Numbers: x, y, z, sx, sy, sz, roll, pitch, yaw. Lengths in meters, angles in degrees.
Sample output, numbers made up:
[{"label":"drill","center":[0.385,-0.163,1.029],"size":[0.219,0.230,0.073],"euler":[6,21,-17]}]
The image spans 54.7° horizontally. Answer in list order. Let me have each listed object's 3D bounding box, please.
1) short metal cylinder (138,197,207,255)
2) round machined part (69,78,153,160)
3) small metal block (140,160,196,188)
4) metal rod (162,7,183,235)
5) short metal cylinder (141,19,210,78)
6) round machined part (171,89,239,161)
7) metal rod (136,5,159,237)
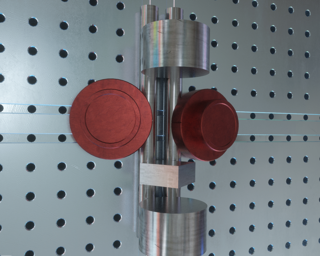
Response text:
[{"label":"short metal cylinder","center":[0.015,0.115,0.366],"size":[0.081,0.080,0.050],"euler":[1,90,-20]},{"label":"round machined part","center":[-0.058,-0.011,0.369],"size":[0.099,0.042,0.097],"euler":[0,90,-6]},{"label":"small metal block","center":[0.010,0.055,0.378],"size":[0.050,0.050,0.025],"euler":[2,89,-62]},{"label":"metal rod","center":[0.017,-0.009,0.418],"size":[0.025,0.025,0.298],"euler":[1,90,-20]},{"label":"short metal cylinder","center":[0.018,-0.090,0.366],"size":[0.081,0.080,0.050],"euler":[1,90,-20]},{"label":"round machined part","center":[0.067,-0.004,0.414],"size":[0.099,0.042,0.097],"euler":[0,91,-35]},{"label":"metal rod","center":[-0.016,-0.008,0.406],"size":[0.025,0.025,0.298],"euler":[1,90,-20]}]
